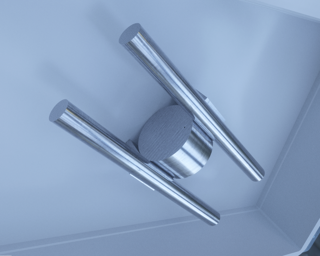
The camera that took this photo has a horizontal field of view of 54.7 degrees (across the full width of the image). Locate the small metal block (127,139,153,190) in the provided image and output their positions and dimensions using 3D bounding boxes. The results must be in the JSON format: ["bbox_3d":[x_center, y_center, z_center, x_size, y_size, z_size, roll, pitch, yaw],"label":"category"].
[{"bbox_3d":[-0.024,0.049,0.409,0.025,0.050,0.050,-45,130,3],"label":"small metal block"}]

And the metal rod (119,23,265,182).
[{"bbox_3d":[0.059,-0.007,0.372,0.025,0.025,0.300,-46,130,3],"label":"metal rod"}]

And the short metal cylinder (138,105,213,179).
[{"bbox_3d":[0.020,0.018,0.394,0.080,0.080,0.050,-45,130,3],"label":"short metal cylinder"}]

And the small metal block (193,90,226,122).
[{"bbox_3d":[0.051,-0.026,0.403,0.025,0.050,0.050,-45,130,3],"label":"small metal block"}]

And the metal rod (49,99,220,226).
[{"bbox_3d":[-0.006,0.061,0.379,0.025,0.025,0.300,-46,129,3],"label":"metal rod"}]
